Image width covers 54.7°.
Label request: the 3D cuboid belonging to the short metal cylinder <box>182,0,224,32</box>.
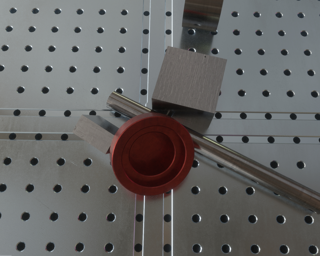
[{"bbox_3d":[0.064,-0.184,0.451,0.050,0.080,0.080,10,70,3],"label":"short metal cylinder"}]

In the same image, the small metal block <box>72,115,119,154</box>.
[{"bbox_3d":[-0.073,0.007,0.392,0.050,0.050,0.025,32,97,10],"label":"small metal block"}]

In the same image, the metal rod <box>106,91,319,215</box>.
[{"bbox_3d":[0.066,0.028,0.402,0.301,0.025,0.025,27,72,9],"label":"metal rod"}]

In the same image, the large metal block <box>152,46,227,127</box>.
[{"bbox_3d":[0.039,-0.055,0.419,0.080,0.050,0.080,14,71,5],"label":"large metal block"}]

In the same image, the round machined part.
[{"bbox_3d":[-0.012,0.028,0.375,0.099,0.042,0.097,-4,106,-16],"label":"round machined part"}]
